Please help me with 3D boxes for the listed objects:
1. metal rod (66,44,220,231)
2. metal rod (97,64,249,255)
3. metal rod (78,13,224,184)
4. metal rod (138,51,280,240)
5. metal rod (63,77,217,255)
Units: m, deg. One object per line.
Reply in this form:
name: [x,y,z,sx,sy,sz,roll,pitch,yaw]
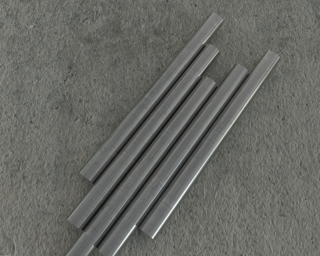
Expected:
metal rod: [-0.012,0.001,0.409,0.025,0.025,0.300,35,73,11]
metal rod: [0.026,0.032,0.398,0.025,0.025,0.300,35,73,11]
metal rod: [-0.003,-0.051,0.428,0.025,0.025,0.300,35,73,11]
metal rod: [0.073,0.011,0.406,0.025,0.025,0.300,35,73,11]
metal rod: [-0.019,0.050,0.391,0.025,0.025,0.300,35,73,11]
